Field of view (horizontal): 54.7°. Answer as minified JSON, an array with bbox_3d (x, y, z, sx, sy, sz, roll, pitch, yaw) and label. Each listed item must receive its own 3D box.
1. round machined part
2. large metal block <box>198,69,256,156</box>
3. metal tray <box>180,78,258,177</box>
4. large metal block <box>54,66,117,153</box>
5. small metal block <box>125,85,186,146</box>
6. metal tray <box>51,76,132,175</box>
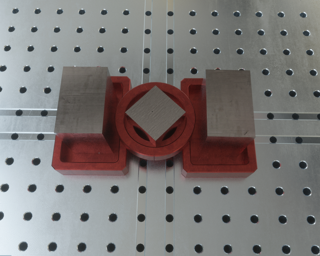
[{"bbox_3d":[-0.006,-0.006,0.395,0.099,0.042,0.098,0,70,0],"label":"round machined part"},{"bbox_3d":[0.076,-0.015,0.374,0.050,0.080,0.080,1,70,1],"label":"large metal block"},{"bbox_3d":[0.073,-0.002,0.409,0.091,0.030,0.130,0,70,0],"label":"metal tray"},{"bbox_3d":[-0.085,-0.019,0.375,0.050,0.080,0.080,1,70,0],"label":"large metal block"},{"bbox_3d":[-0.005,-0.014,0.374,0.050,0.025,0.050,43,75,14],"label":"small metal block"},{"bbox_3d":[-0.086,-0.005,0.409,0.091,0.030,0.130,1,70,0],"label":"metal tray"}]
